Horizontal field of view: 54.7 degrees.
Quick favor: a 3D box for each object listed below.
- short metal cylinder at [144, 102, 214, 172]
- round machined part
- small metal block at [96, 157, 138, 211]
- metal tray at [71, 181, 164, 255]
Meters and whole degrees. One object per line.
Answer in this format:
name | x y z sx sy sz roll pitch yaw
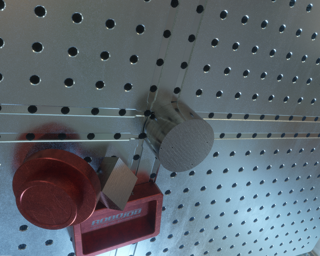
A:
short metal cylinder | 0.025 0.012 0.416 0.081 0.050 0.079 -14 124 -21
round machined part | -0.121 0.076 0.353 0.099 0.042 0.097 2 116 5
small metal block | -0.061 0.073 0.406 0.050 0.025 0.050 56 45 -39
metal tray | -0.063 0.136 0.457 0.131 0.030 0.089 -10 123 -23
